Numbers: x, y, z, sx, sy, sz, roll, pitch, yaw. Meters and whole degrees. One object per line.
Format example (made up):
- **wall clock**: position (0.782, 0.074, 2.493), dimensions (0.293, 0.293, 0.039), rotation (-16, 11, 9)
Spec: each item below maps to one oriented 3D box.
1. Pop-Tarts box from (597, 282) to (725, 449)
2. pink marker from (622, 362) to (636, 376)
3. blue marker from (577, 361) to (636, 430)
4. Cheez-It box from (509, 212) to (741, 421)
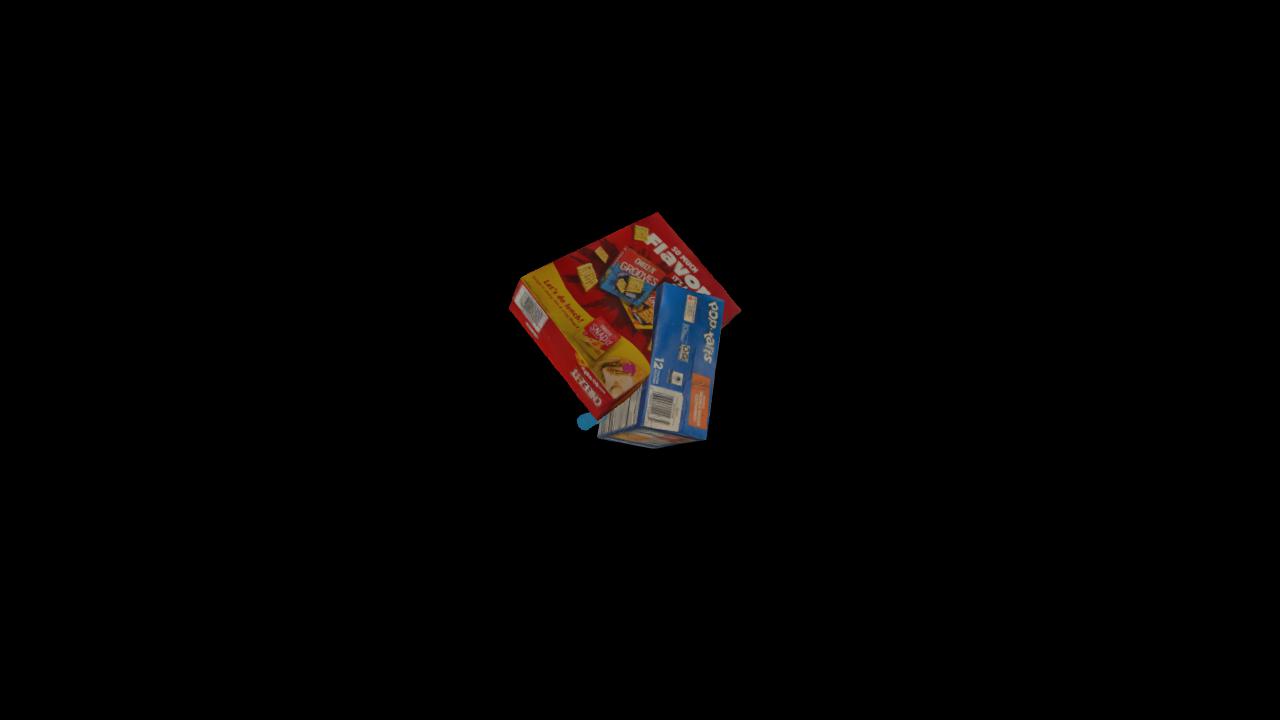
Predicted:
- **Pop-Tarts box**: position (0.023, 0.013, 0.730), dimensions (0.083, 0.167, 0.141), rotation (16, -18, -20)
- **pink marker**: position (-0.011, 0.029, 0.690), dimensions (0.020, 0.020, 0.121), rotation (0, -21, 3)
- **blue marker**: position (-0.043, 0.064, 0.748), dimensions (0.020, 0.020, 0.121), rotation (0, 7, 23)
- **Cheez-It box**: position (-0.013, -0.060, 0.714), dimensions (0.223, 0.166, 0.071), rotation (-35, -7, -34)
